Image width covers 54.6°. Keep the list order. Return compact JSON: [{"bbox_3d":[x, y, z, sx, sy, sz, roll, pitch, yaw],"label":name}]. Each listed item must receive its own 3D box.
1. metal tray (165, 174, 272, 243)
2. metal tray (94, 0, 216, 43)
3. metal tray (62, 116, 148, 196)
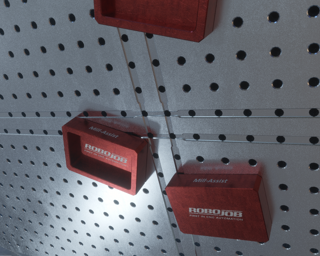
[{"bbox_3d":[0.081,0.110,0.434,0.130,0.030,0.090,-5,116,30],"label":"metal tray"},{"bbox_3d":[-0.007,-0.147,0.321,0.130,0.030,0.089,16,125,19],"label":"metal tray"},{"bbox_3d":[-0.086,0.043,0.480,0.130,0.030,0.089,18,126,18],"label":"metal tray"}]
